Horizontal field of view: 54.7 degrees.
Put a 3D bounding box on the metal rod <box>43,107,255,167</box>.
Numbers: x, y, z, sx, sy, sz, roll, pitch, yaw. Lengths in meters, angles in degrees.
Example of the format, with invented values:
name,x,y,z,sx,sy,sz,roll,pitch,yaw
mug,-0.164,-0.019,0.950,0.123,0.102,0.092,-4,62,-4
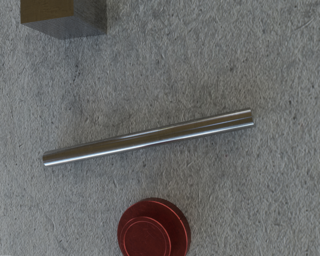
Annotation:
name,x,y,z,sx,sy,sz,roll,pitch,yaw
metal rod,-0.029,0.017,0.418,0.301,0.025,0.025,-12,86,19

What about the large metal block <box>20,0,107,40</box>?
name,x,y,z,sx,sy,sz,roll,pitch,yaw
large metal block,-0.129,-0.160,0.424,0.080,0.080,0.050,-1,90,19

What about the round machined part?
name,x,y,z,sx,sy,sz,roll,pitch,yaw
round machined part,-0.012,0.144,0.403,0.098,0.042,0.097,0,90,19
